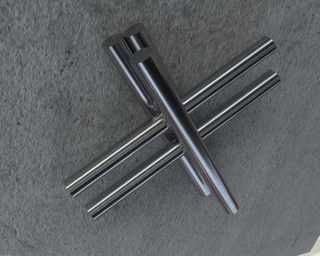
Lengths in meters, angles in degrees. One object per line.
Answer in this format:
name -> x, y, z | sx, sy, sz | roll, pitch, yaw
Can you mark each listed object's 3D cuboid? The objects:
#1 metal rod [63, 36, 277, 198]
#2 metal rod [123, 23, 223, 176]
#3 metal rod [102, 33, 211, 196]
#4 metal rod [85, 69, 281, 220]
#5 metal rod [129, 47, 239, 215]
metal rod -> 0.016, -0.016, 0.376 | 0.301, 0.025, 0.025 | -36, 130, -5
metal rod -> 0.034, -0.007, 0.424 | 0.025, 0.025, 0.299 | -36, 130, -4
metal rod -> 0.012, 0.006, 0.420 | 0.025, 0.025, 0.299 | -36, 130, -4
metal rod -> 0.033, 0.019, 0.408 | 0.301, 0.025, 0.025 | -36, 130, -5
metal rod -> 0.046, 0.028, 0.387 | 0.025, 0.025, 0.299 | -37, 130, -4
